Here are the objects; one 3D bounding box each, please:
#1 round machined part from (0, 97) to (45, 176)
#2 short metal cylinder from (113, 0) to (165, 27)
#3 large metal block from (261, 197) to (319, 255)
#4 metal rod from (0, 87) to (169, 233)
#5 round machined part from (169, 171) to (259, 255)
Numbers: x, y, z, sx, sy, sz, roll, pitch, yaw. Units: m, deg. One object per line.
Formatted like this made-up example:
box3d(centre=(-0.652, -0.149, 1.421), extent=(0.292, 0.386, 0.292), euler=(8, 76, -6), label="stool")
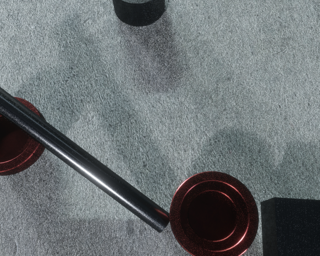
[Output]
box3d(centre=(-0.191, 0.013, 0.393), extent=(0.099, 0.042, 0.098), euler=(0, 70, 0), label="round machined part")
box3d(centre=(-0.033, -0.203, 0.469), extent=(0.081, 0.050, 0.080), euler=(0, 70, 0), label="short metal cylinder")
box3d(centre=(0.164, 0.124, 0.350), extent=(0.080, 0.050, 0.080), euler=(3, 70, 1), label="large metal block")
box3d(centre=(-0.113, 0.023, 0.362), extent=(0.301, 0.025, 0.025), euler=(37, 74, -2), label="metal rod")
box3d(centre=(0.060, 0.103, 0.362), extent=(0.099, 0.042, 0.098), euler=(0, 70, 0), label="round machined part")
